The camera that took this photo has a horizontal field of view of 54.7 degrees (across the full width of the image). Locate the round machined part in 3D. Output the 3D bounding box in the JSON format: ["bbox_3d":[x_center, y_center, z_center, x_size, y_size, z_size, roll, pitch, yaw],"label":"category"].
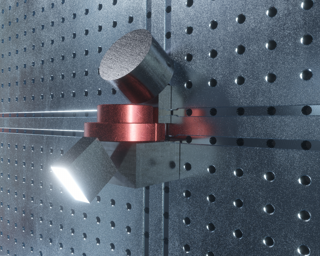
[{"bbox_3d":[-0.043,-0.007,0.381,0.098,0.099,0.042,1,91,39],"label":"round machined part"}]

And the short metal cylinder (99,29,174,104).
[{"bbox_3d":[-0.029,-0.078,0.393,0.080,0.050,0.080,-21,49,26],"label":"short metal cylinder"}]

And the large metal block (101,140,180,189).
[{"bbox_3d":[-0.031,0.041,0.396,0.080,0.081,0.050,1,91,39],"label":"large metal block"}]

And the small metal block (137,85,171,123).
[{"bbox_3d":[-0.013,-0.032,0.417,0.050,0.025,0.050,1,91,39],"label":"small metal block"}]

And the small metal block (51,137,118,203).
[{"bbox_3d":[-0.081,0.045,0.339,0.025,0.050,0.050,2,129,39],"label":"small metal block"}]
